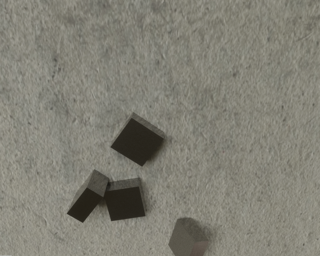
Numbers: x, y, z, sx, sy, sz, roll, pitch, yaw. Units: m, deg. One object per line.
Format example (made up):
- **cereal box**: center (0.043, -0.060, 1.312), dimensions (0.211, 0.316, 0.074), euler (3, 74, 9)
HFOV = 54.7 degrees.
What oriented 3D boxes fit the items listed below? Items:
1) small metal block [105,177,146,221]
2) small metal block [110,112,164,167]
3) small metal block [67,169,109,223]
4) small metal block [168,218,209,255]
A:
- **small metal block**: center (-0.050, 0.103, 0.447), dimensions (0.050, 0.025, 0.050), euler (-9, 110, 3)
- **small metal block**: center (-0.030, 0.015, 0.415), dimensions (0.050, 0.025, 0.050), euler (34, 106, -12)
- **small metal block**: center (-0.099, 0.093, 0.429), dimensions (0.025, 0.050, 0.050), euler (35, 106, -12)
- **small metal block**: center (0.041, 0.169, 0.456), dimensions (0.025, 0.050, 0.050), euler (5, 112, -30)
